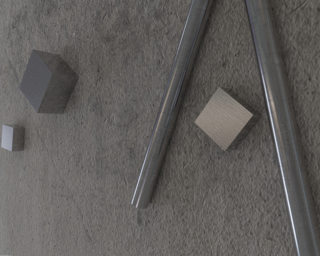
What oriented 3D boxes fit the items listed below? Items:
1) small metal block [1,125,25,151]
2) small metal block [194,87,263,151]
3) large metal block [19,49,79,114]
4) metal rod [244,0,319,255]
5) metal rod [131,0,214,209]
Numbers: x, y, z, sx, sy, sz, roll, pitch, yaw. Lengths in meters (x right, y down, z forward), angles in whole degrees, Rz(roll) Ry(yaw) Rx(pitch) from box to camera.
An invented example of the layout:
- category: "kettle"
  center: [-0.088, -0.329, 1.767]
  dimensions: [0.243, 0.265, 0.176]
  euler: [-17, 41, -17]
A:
- category: "small metal block"
  center: [-0.316, 0.020, 0.666]
  dimensions: [0.050, 0.025, 0.050]
  euler: [10, 97, 39]
- category: "small metal block"
  center: [0.075, -0.010, 0.343]
  dimensions: [0.050, 0.025, 0.050]
  euler: [47, 118, 29]
- category: "large metal block"
  center: [-0.200, -0.081, 0.554]
  dimensions: [0.080, 0.050, 0.080]
  euler: [45, 117, 30]
- category: "metal rod"
  center: [0.118, -0.021, 0.307]
  dimensions: [0.025, 0.025, 0.298]
  euler: [-15, 81, 39]
- category: "metal rod"
  center: [0.014, -0.034, 0.392]
  dimensions: [0.025, 0.025, 0.298]
  euler: [27, 107, 36]
